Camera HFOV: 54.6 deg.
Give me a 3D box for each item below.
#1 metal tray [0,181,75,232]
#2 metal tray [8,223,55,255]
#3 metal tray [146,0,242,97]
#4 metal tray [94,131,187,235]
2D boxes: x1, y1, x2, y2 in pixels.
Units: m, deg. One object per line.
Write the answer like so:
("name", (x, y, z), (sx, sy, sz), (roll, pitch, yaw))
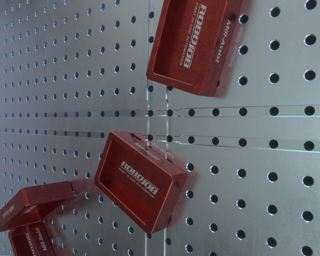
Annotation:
("metal tray", (-0.226, 0.141, 0.555), (0.130, 0.091, 0.030), (-39, 66, 33))
("metal tray", (-0.255, 0.243, 0.618), (0.090, 0.030, 0.130), (-49, 61, 29))
("metal tray", (0.038, -0.112, 0.375), (0.090, 0.030, 0.129), (24, 105, 37))
("metal tray", (-0.033, 0.072, 0.434), (0.130, 0.030, 0.089), (32, 110, 35))
